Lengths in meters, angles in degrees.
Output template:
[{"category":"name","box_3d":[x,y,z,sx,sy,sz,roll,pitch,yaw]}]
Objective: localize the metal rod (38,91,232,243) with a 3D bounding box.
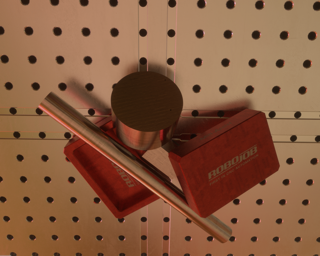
[{"category":"metal rod","box_3d":[-0.021,0.058,0.399,0.301,0.025,0.025,39,105,-14]}]

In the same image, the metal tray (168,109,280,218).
[{"category":"metal tray","box_3d":[0.085,0.043,0.396,0.131,0.030,0.090,-28,110,-16]}]

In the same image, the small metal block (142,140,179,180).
[{"category":"small metal block","box_3d":[0.005,0.033,0.407,0.050,0.050,0.025,39,106,-13]}]

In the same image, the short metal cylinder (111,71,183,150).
[{"category":"short metal cylinder","box_3d":[-0.017,-0.020,0.366,0.081,0.080,0.050,8,152,-3]}]

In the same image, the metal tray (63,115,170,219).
[{"category":"metal tray","box_3d":[-0.055,0.053,0.425,0.090,0.030,0.130,-30,108,10]}]
